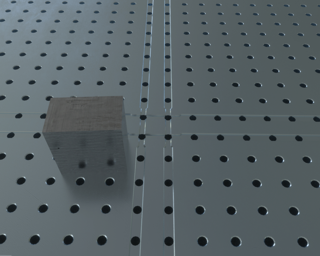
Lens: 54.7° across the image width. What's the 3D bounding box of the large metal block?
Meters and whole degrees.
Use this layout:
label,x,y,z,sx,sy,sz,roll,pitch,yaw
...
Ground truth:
label,x,y,z,sx,sy,sz,roll,pitch,yaw
large metal block,-0.081,0.009,0.363,0.081,0.080,0.050,-2,50,-2
